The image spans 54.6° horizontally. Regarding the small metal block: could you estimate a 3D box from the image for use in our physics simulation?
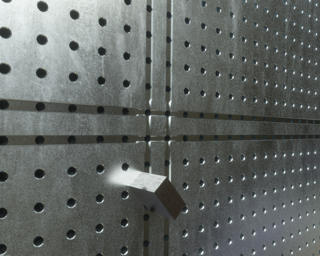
[{"bbox_3d":[-0.003,0.084,0.390,0.025,0.050,0.050,-48,118,-29],"label":"small metal block"}]
